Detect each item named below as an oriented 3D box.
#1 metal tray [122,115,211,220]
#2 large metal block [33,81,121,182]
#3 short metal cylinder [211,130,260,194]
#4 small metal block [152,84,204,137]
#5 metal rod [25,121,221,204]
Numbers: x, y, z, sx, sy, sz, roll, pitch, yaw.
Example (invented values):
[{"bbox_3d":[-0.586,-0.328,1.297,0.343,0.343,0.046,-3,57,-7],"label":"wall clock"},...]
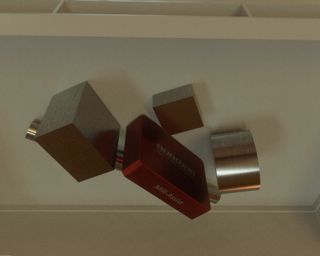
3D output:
[{"bbox_3d":[0.011,0.052,0.408,0.030,0.090,0.130,-36,122,26],"label":"metal tray"},{"bbox_3d":[-0.093,0.004,0.373,0.050,0.080,0.080,-21,127,16],"label":"large metal block"},{"bbox_3d":[0.098,0.045,0.411,0.050,0.080,0.080,-8,130,8],"label":"short metal cylinder"},{"bbox_3d":[0.023,-0.021,0.388,0.050,0.025,0.050,-16,129,12],"label":"small metal block"},{"bbox_3d":[-0.040,0.056,0.455,0.302,0.025,0.025,22,126,-19],"label":"metal rod"}]
